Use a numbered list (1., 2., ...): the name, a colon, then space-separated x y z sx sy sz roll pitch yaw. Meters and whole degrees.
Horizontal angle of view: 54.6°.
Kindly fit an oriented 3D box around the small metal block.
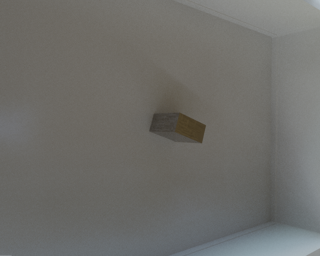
1. small metal block: 0.023 0.000 0.409 0.050 0.050 0.025 23 76 -38
